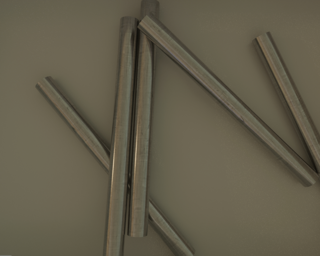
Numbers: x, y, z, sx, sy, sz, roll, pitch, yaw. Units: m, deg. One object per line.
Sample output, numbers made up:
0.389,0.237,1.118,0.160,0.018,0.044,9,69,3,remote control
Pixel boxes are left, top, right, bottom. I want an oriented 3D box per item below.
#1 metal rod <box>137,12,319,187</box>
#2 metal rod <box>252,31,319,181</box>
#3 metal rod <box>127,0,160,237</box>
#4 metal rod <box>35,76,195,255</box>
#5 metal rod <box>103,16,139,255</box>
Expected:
0.091,-0.032,0.396,0.300,0.025,0.025,43,90,-6,metal rod
0.200,0.013,0.412,0.025,0.025,0.299,-26,90,0,metal rod
-0.020,-0.017,0.396,0.025,0.025,0.298,3,84,0,metal rod
-0.058,0.055,0.410,0.025,0.025,0.300,-40,90,0,metal rod
-0.048,0.005,0.392,0.025,0.025,0.298,3,82,0,metal rod
